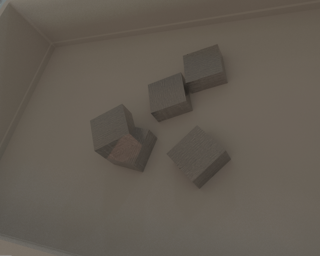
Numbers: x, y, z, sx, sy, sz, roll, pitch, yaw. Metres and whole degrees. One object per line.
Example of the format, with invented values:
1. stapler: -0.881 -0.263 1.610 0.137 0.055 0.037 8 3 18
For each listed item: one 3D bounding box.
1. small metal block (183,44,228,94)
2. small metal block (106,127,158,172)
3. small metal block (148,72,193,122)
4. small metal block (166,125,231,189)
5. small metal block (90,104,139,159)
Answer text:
1. small metal block: 0.061 -0.080 0.422 0.050 0.025 0.050 -15 56 19
2. small metal block: -0.039 0.026 0.409 0.050 0.025 0.050 10 67 32
3. small metal block: 0.013 -0.042 0.423 0.050 0.025 0.050 -18 55 17
4. small metal block: 0.045 0.033 0.361 0.050 0.025 0.050 -43 51 -2
5. small metal block: -0.060 0.004 0.401 0.050 0.025 0.050 -26 52 11
